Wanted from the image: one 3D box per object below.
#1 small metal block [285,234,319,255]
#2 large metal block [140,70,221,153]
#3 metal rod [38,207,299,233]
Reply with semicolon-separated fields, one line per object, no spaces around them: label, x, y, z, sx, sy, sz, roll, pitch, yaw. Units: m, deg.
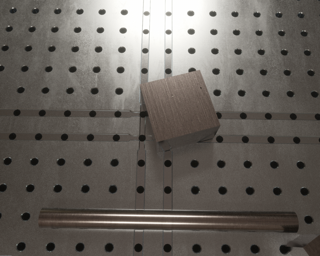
small metal block;0.175;0.148;0.346;0.025;0.050;0.050;-31;73;-11
large metal block;0.024;-0.021;0.406;0.081;0.050;0.080;-15;71;-6
metal rod;0.010;0.110;0.371;0.302;0.025;0.025;1;70;0
